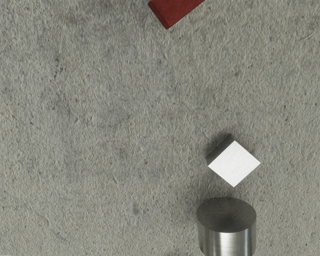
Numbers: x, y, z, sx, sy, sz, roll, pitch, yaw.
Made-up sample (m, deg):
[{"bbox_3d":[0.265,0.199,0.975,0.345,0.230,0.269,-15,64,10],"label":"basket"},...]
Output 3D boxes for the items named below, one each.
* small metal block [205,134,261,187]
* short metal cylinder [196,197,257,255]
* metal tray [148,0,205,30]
[{"bbox_3d":[0.100,0.045,0.427,0.050,0.025,0.050,39,105,-14],"label":"small metal block"},{"bbox_3d":[0.093,0.140,0.433,0.080,0.080,0.050,-6,110,2],"label":"short metal cylinder"},{"bbox_3d":[0.049,-0.155,0.318,0.130,0.090,0.030,-35,107,12],"label":"metal tray"}]
